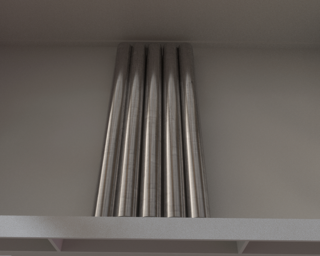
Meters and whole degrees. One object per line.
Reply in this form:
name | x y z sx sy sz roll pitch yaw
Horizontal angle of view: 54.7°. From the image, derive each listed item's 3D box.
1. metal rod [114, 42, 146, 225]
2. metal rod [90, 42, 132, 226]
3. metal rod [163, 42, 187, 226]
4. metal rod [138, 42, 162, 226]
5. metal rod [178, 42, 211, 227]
metal rod | -0.035 -0.018 0.418 0.025 0.025 0.300 0 50 0
metal rod | -0.059 -0.018 0.418 0.025 0.025 0.300 0 50 0
metal rod | 0.016 -0.018 0.418 0.025 0.025 0.300 0 50 0
metal rod | -0.009 -0.018 0.418 0.025 0.025 0.300 0 50 0
metal rod | 0.041 -0.017 0.418 0.025 0.025 0.300 0 50 0
